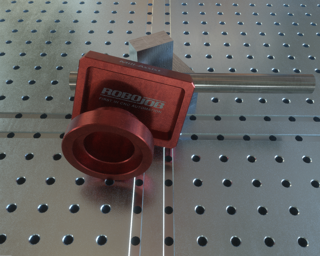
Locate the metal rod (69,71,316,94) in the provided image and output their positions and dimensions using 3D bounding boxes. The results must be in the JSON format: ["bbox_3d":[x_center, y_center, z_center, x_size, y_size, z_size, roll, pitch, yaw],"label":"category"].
[{"bbox_3d":[0.040,-0.057,0.391,0.302,0.025,0.025,1,50,0],"label":"metal rod"}]

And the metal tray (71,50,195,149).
[{"bbox_3d":[-0.033,-0.032,0.372,0.131,0.089,0.030,13,26,-6],"label":"metal tray"}]

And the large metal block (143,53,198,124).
[{"bbox_3d":[-0.001,-0.062,0.444,0.081,0.050,0.080,-26,55,-21],"label":"large metal block"}]

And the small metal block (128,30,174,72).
[{"bbox_3d":[-0.011,-0.093,0.405,0.050,0.050,0.025,-22,54,-18],"label":"small metal block"}]

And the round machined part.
[{"bbox_3d":[-0.056,0.014,0.348,0.099,0.097,0.042,3,47,2],"label":"round machined part"}]
